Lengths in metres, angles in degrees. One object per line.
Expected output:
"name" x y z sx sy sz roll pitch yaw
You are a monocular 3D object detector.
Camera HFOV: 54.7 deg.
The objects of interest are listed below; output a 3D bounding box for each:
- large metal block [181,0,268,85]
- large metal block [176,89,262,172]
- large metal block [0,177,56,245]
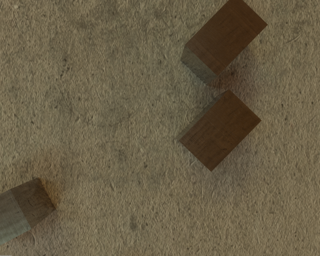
"large metal block" 0.074 -0.104 0.383 0.050 0.080 0.080 44 90 0
"large metal block" 0.067 0.003 0.383 0.050 0.080 0.080 44 90 0
"large metal block" -0.189 0.108 0.381 0.080 0.080 0.050 -28 90 0
